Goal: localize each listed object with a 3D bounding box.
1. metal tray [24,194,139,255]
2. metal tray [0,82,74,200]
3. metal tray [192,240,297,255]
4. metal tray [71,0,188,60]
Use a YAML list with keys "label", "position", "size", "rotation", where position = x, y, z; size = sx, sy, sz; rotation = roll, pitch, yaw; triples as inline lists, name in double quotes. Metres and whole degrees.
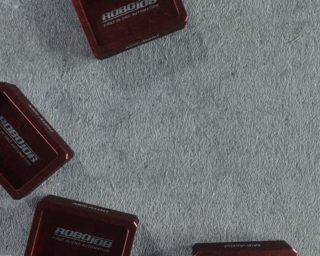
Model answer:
- label: "metal tray"
  position: [-0.102, 0.148, 0.406]
  size: [0.131, 0.030, 0.090]
  rotation: [14, 90, 0]
- label: "metal tray"
  position: [-0.191, 0.016, 0.405]
  size: [0.090, 0.030, 0.130]
  rotation: [-41, 90, 0]
- label: "metal tray"
  position: [0.110, 0.200, 0.408]
  size: [0.131, 0.030, 0.089]
  rotation: [-2, 90, 0]
- label: "metal tray"
  position: [-0.040, -0.155, 0.406]
  size: [0.131, 0.030, 0.090]
  rotation: [-21, 90, 0]
